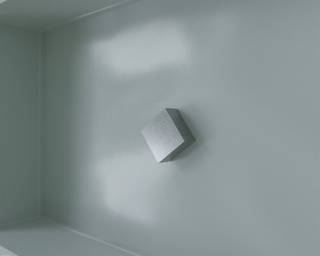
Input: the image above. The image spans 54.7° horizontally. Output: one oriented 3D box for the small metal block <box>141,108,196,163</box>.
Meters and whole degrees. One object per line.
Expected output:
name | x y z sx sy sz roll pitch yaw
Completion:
small metal block | 0.010 0.010 0.397 0.050 0.025 0.050 -43 64 31
